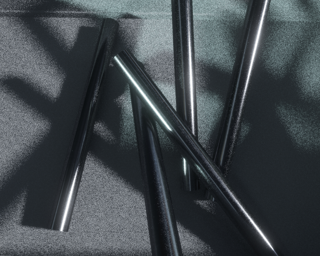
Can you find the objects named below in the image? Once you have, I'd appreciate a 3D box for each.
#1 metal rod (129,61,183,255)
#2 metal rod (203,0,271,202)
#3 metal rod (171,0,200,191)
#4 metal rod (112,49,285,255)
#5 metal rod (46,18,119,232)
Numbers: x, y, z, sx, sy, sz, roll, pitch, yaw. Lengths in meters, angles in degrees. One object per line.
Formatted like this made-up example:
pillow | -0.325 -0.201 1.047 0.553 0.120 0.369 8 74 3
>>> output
metal rod | -0.012 0.020 0.339 0.025 0.025 0.300 -9 46 -4
metal rod | 0.099 -0.058 0.376 0.025 0.025 0.298 13 92 4
metal rod | 0.030 -0.073 0.373 0.025 0.025 0.298 -3 94 -2
metal rod | 0.045 0.037 0.354 0.025 0.025 0.299 -37 89 -12
metal rod | -0.097 -0.019 0.415 0.025 0.025 0.299 9 70 3
